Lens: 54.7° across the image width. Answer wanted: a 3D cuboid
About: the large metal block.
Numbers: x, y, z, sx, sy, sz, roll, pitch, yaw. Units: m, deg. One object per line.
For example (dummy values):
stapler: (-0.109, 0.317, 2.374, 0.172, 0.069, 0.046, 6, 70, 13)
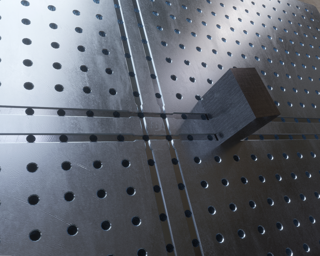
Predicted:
large metal block: (0.114, -0.032, 0.456, 0.050, 0.080, 0.080, -8, 66, -32)
